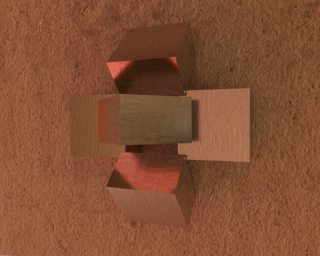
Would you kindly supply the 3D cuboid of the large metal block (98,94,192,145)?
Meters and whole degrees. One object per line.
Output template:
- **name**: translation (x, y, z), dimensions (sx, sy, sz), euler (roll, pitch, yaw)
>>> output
- **large metal block**: translation (-0.020, -0.008, 0.352), dimensions (0.080, 0.081, 0.050), euler (0, 90, 64)

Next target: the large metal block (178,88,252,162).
- **large metal block**: translation (0.067, -0.003, 0.370), dimensions (0.080, 0.050, 0.079), euler (0, 90, 19)

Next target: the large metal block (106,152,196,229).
- **large metal block**: translation (-0.006, 0.076, 0.376), dimensions (0.080, 0.080, 0.050), euler (1, 47, 20)

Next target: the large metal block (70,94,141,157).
- **large metal block**: translation (-0.073, -0.003, 0.421), dimensions (0.080, 0.050, 0.079), euler (0, 90, 19)

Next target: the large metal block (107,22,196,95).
- **large metal block**: translation (-0.006, -0.083, 0.376), dimensions (0.080, 0.080, 0.050), euler (0, 134, 20)
